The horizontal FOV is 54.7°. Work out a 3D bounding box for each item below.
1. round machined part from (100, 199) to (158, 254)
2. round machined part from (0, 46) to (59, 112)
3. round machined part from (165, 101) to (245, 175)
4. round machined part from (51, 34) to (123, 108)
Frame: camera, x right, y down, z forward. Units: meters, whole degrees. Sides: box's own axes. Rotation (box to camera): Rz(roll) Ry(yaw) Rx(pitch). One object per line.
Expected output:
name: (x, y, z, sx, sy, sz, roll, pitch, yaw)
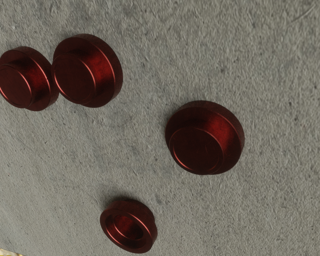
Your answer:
round machined part: (-0.048, 0.159, 0.520, 0.098, 0.042, 0.097, 13, 124, 21)
round machined part: (-0.203, -0.068, 0.461, 0.098, 0.042, 0.097, 13, 124, 21)
round machined part: (0.051, 0.019, 0.381, 0.098, 0.042, 0.097, 13, 124, 21)
round machined part: (-0.102, -0.070, 0.406, 0.098, 0.042, 0.097, 13, 124, 21)
